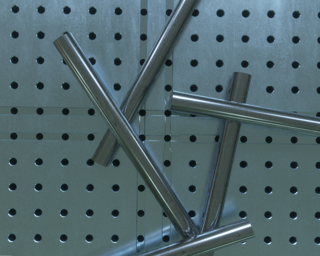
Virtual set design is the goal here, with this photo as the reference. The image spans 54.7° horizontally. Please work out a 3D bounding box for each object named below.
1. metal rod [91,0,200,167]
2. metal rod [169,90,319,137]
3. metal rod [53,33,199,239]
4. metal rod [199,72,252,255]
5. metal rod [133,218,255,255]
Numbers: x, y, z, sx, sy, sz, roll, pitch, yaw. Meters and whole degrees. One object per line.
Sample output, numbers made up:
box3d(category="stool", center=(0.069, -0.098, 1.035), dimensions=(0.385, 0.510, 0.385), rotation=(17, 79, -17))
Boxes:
box3d(category="metal rod", center=(-0.008, -0.085, 0.413), dimensions=(0.025, 0.025, 0.299), rotation=(29, 90, -1))
box3d(category="metal rod", center=(0.161, -0.009, 0.397), dimensions=(0.302, 0.025, 0.025), rotation=(9, 90, -8))
box3d(category="metal rod", center=(-0.037, 0.019, 0.390), dimensions=(0.025, 0.025, 0.299), rotation=(-32, 99, 0))
box3d(category="metal rod", center=(0.079, 0.074, 0.414), dimensions=(0.025, 0.025, 0.298), rotation=(12, 90, -1))
box3d(category="metal rod", center=(-0.028, 0.176, 0.397), dimensions=(0.301, 0.025, 0.025), rotation=(-21, 90, 5))
